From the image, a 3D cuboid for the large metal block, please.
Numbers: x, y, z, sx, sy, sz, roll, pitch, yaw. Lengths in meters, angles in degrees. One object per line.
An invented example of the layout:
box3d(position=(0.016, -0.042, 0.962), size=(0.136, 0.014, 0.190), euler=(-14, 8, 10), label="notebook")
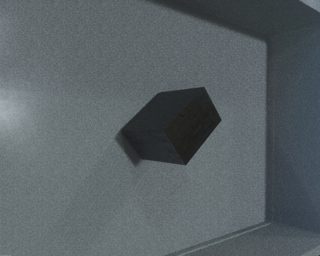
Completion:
box3d(position=(0.014, -0.004, 0.381), size=(0.080, 0.080, 0.050), euler=(-47, 119, -30), label="large metal block")
